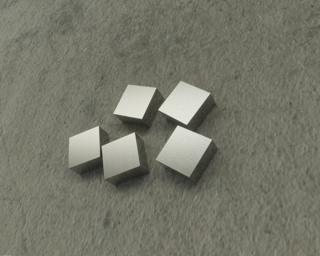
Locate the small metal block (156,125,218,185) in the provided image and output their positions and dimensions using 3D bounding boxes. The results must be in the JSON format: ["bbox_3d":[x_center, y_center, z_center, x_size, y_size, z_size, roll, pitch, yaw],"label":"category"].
[{"bbox_3d":[0.032,0.031,0.367,0.050,0.025,0.050,24,74,36],"label":"small metal block"}]

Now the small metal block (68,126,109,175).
[{"bbox_3d":[-0.099,0.032,0.435,0.050,0.025,0.050,-21,54,15],"label":"small metal block"}]

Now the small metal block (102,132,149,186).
[{"bbox_3d":[-0.045,0.041,0.401,0.050,0.025,0.050,-22,54,14],"label":"small metal block"}]

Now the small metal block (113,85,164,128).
[{"bbox_3d":[-0.030,-0.032,0.437,0.050,0.025,0.050,11,67,32],"label":"small metal block"}]

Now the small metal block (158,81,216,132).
[{"bbox_3d":[0.035,-0.027,0.401,0.050,0.025,0.050,30,78,37],"label":"small metal block"}]
